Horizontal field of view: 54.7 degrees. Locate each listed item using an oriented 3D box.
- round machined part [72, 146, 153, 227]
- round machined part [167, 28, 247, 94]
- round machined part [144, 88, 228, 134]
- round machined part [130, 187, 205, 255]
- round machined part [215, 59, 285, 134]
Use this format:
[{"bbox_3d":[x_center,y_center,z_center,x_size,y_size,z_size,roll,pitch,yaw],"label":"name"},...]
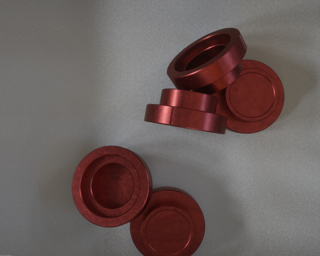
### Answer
[{"bbox_3d":[-0.057,0.073,0.394,0.098,0.042,0.097,-2,79,11],"label":"round machined part"},{"bbox_3d":[0.061,-0.077,0.381,0.098,0.098,0.042,-37,117,0],"label":"round machined part"},{"bbox_3d":[0.033,-0.021,0.375,0.099,0.098,0.042,10,90,-1],"label":"round machined part"},{"bbox_3d":[0.010,0.129,0.403,0.099,0.042,0.097,0,90,-1],"label":"round machined part"},{"bbox_3d":[0.114,-0.041,0.404,0.099,0.042,0.097,0,90,-1],"label":"round machined part"}]
